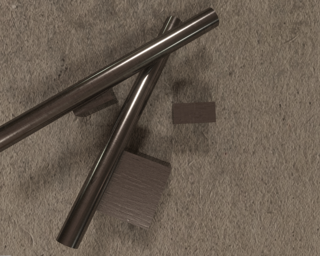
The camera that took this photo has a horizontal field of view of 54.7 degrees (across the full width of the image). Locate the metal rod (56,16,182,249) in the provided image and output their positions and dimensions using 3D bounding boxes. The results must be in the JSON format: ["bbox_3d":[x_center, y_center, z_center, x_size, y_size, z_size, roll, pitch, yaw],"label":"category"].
[{"bbox_3d":[-0.039,-0.009,0.369,0.025,0.025,0.300,24,73,0],"label":"metal rod"}]

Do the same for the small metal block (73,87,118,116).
[{"bbox_3d":[-0.084,-0.036,0.396,0.050,0.050,0.025,-25,91,0],"label":"small metal block"}]

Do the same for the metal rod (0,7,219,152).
[{"bbox_3d":[-0.062,-0.058,0.359,0.301,0.025,0.025,-32,90,-8],"label":"metal rod"}]

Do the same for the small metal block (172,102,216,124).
[{"bbox_3d":[0.042,-0.018,0.398,0.050,0.050,0.025,-3,90,-1],"label":"small metal block"}]

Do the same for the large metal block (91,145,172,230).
[{"bbox_3d":[-0.038,0.071,0.397,0.080,0.050,0.080,21,90,-1],"label":"large metal block"}]
